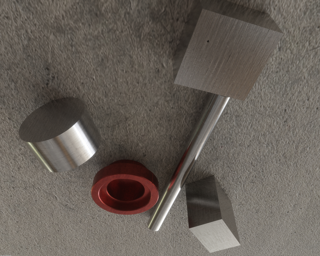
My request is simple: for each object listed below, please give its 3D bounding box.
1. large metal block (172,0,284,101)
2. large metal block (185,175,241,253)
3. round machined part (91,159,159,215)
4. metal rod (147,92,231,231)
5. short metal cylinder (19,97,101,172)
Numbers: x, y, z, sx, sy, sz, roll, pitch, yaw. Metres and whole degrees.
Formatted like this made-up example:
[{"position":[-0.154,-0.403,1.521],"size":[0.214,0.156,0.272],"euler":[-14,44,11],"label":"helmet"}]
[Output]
[{"position":[0.064,-0.083,0.321],"size":[0.081,0.050,0.079],"euler":[13,129,-11],"label":"large metal block"},{"position":[0.082,0.136,0.488],"size":[0.050,0.080,0.080],"euler":[-22,127,17],"label":"large metal block"},{"position":[-0.051,0.085,0.468],"size":[0.099,0.042,0.097],"euler":[-1,130,0],"label":"round machined part"},{"position":[0.032,0.065,0.462],"size":[0.025,0.025,0.298],"euler":[13,129,-11],"label":"metal rod"},{"position":[-0.119,0.007,0.375],"size":[0.080,0.080,0.050],"euler":[-12,129,9],"label":"short metal cylinder"}]
